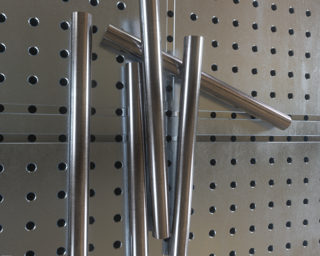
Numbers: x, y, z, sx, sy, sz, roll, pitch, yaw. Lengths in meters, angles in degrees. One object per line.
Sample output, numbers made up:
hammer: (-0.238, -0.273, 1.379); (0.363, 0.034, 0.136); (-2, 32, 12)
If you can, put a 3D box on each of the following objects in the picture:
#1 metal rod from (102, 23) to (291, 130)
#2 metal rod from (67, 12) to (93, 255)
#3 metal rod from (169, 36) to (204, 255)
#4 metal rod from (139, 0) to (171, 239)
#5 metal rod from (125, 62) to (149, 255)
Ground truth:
metal rod: (0.064, -0.064, 0.435); (0.302, 0.025, 0.025); (23, 82, -19)
metal rod: (-0.097, 0.012, 0.376); (0.025, 0.025, 0.298); (1, 90, -20)
metal rod: (0.034, 0.033, 0.409); (0.025, 0.025, 0.298); (2, 95, -20)
metal rod: (-0.006, -0.005, 0.393); (0.025, 0.025, 0.298); (-6, 98, -20)
metal rod: (-0.029, 0.067, 0.401); (0.025, 0.025, 0.298); (-2, 91, -20)
